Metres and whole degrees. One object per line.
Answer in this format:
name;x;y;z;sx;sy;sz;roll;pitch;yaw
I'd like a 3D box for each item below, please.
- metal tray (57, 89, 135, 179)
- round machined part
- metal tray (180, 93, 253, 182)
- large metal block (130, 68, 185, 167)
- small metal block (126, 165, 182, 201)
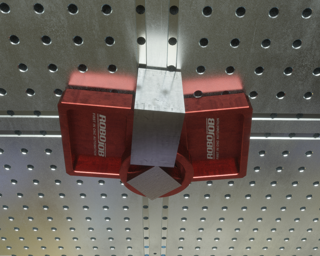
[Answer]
metal tray;-0.081;0.013;0.413;0.091;0.030;0.129;5;130;-4
round machined part;-0.004;0.049;0.425;0.099;0.042;0.097;0;130;0
metal tray;0.072;0.018;0.419;0.091;0.030;0.129;-5;130;4
large metal block;-0.005;-0.012;0.360;0.050;0.080;0.079;5;130;-4
small metal block;-0.007;0.063;0.405;0.050;0.025;0.050;-32;124;24
